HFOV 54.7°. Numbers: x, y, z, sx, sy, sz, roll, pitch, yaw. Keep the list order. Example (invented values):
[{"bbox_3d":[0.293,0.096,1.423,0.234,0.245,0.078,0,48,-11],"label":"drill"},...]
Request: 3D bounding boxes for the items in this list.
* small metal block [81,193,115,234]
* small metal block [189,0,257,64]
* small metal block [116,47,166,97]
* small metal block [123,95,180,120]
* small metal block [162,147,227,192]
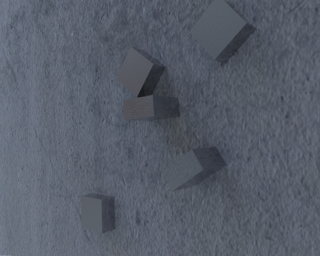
[{"bbox_3d":[-0.097,0.131,0.482,0.050,0.025,0.050,-2,89,39],"label":"small metal block"},{"bbox_3d":[0.069,-0.109,0.347,0.050,0.025,0.050,-49,62,28],"label":"small metal block"},{"bbox_3d":[-0.027,-0.076,0.425,0.050,0.025,0.050,43,116,31],"label":"small metal block"},{"bbox_3d":[-0.011,-0.024,0.396,0.050,0.050,0.025,-6,86,39],"label":"small metal block"},{"bbox_3d":[0.039,0.047,0.355,0.050,0.050,0.025,-42,65,32],"label":"small metal block"}]
